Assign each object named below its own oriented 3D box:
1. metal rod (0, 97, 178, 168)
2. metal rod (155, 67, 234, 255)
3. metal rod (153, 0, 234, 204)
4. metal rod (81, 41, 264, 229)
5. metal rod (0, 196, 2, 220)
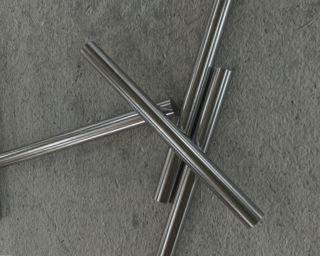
[{"bbox_3d":[-0.118,0.012,0.450,0.300,0.025,0.025,-16,85,19],"label":"metal rod"},{"bbox_3d":[0.036,0.071,0.396,0.025,0.025,0.298,19,96,19],"label":"metal rod"},{"bbox_3d":[0.046,-0.048,0.392,0.025,0.025,0.298,19,96,19],"label":"metal rod"},{"bbox_3d":[0.005,-0.001,0.379,0.300,0.025,0.025,46,104,14],"label":"metal rod"},{"bbox_3d":[-0.288,0.003,0.510,0.025,0.025,0.298,-7,88,20],"label":"metal rod"}]
